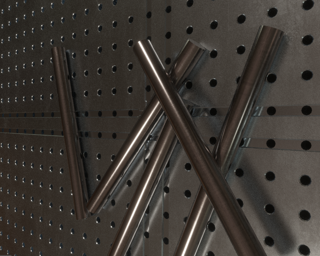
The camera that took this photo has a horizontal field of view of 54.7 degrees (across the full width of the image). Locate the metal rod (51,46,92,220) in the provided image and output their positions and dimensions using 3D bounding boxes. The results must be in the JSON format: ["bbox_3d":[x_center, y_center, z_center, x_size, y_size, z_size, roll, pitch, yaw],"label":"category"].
[{"bbox_3d":[-0.154,0.004,0.533,0.025,0.025,0.298,-19,78,38],"label":"metal rod"}]

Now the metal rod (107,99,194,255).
[{"bbox_3d":[-0.026,0.097,0.428,0.025,0.025,0.298,36,112,34],"label":"metal rod"}]

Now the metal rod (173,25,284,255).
[{"bbox_3d":[0.069,0.037,0.351,0.025,0.025,0.298,29,108,36],"label":"metal rod"}]

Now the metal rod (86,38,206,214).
[{"bbox_3d":[-0.031,0.013,0.432,0.025,0.025,0.298,48,118,29],"label":"metal rod"}]

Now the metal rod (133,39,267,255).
[{"bbox_3d":[0.040,0.023,0.340,0.025,0.025,0.299,-40,66,32],"label":"metal rod"}]
